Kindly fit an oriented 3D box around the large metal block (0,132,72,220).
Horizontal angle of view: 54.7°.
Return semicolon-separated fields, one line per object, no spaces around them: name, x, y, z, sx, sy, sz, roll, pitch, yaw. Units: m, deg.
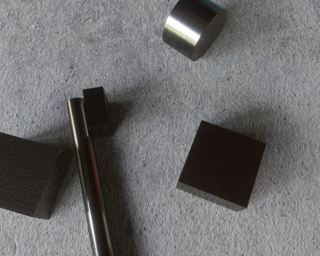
large metal block;-0.165;0.058;0.372;0.080;0.050;0.080;15;71;5

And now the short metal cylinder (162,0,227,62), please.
short metal cylinder;0.048;-0.140;0.431;0.050;0.080;0.080;37;74;12

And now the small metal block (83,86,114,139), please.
small metal block;-0.079;-0.019;0.401;0.025;0.050;0.050;-10;71;-4

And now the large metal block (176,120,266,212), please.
large metal block;0.072;0.047;0.378;0.080;0.050;0.080;21;71;7

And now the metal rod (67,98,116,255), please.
metal rod;-0.076;0.101;0.370;0.025;0.025;0.299;-14;71;-5
